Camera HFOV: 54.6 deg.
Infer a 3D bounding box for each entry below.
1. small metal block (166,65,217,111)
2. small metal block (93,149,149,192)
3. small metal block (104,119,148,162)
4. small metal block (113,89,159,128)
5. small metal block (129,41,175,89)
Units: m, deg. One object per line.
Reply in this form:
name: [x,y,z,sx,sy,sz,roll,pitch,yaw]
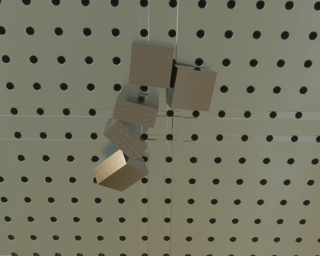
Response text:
small metal block: [0.039,-0.050,0.390,0.050,0.025,0.050,4,111,-16]
small metal block: [-0.052,0.058,0.419,0.050,0.025,0.050,-36,143,16]
small metal block: [-0.045,0.011,0.402,0.025,0.050,0.050,-45,104,2]
small metal block: [-0.029,-0.026,0.390,0.050,0.050,0.025,13,110,-5]
small metal block: [-0.011,-0.079,0.384,0.050,0.025,0.050,6,110,-2]
